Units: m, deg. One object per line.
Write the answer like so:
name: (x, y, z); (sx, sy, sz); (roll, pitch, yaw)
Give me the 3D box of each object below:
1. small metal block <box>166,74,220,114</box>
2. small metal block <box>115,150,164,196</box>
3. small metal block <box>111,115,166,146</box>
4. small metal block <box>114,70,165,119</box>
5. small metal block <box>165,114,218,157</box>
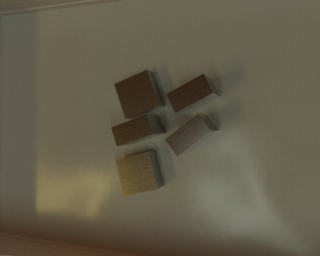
small metal block: (0.042, -0.040, 0.382); (0.050, 0.050, 0.025); (-28, 81, 17)
small metal block: (-0.027, 0.061, 0.419); (0.050, 0.025, 0.050); (-15, 85, 19)
small metal block: (-0.027, 0.003, 0.406); (0.050, 0.050, 0.025); (-19, 84, 18)
small metal block: (-0.027, -0.044, 0.419); (0.050, 0.025, 0.050); (-20, 83, 18)
small metal block: (0.040, 0.008, 0.382); (0.050, 0.050, 0.025); (-39, 78, 16)
